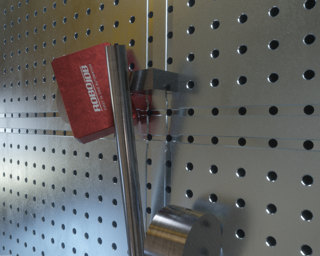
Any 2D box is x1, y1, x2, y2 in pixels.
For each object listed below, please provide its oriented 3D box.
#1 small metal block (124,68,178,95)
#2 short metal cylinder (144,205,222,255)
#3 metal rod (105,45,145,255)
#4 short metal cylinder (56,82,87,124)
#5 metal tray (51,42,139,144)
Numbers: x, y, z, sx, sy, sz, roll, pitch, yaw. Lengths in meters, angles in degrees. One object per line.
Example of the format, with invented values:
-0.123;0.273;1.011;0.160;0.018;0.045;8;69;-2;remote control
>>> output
-0.011;-0.059;0.403;0.050;0.050;0.025;-1;90;40;small metal block
0.028;0.132;0.351;0.050;0.081;0.079;3;92;40;short metal cylinder
-0.042;0.046;0.404;0.025;0.025;0.298;6;106;40;metal rod
-0.120;-0.046;0.492;0.080;0.050;0.079;0;90;40;short metal cylinder
-0.094;-0.052;0.449;0.091;0.030;0.130;-20;73;-6;metal tray
